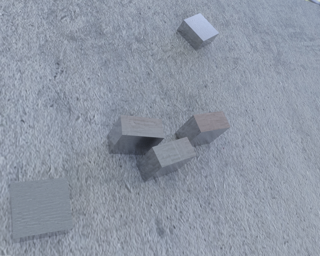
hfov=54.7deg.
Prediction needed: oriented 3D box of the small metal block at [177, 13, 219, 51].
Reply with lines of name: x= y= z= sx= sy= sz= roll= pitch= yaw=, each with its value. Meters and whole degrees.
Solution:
small metal block: x=0.067 y=-0.169 z=0.542 sx=0.050 sy=0.025 sz=0.050 roll=49 pitch=51 yaw=6

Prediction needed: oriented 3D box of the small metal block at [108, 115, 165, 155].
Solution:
small metal block: x=-0.030 y=0.010 z=0.365 sx=0.050 sy=0.050 sz=0.025 roll=5 pitch=60 yaw=-26

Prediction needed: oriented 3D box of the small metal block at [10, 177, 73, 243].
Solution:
small metal block: x=-0.114 y=0.077 z=0.295 sx=0.050 sy=0.025 sz=0.050 roll=-1 pitch=62 yaw=-29

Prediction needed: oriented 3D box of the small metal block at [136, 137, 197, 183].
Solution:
small metal block: x=0.007 y=0.038 z=0.368 sx=0.050 sy=0.050 sz=0.025 roll=-15 pitch=70 yaw=-34

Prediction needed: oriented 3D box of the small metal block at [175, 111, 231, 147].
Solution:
small metal block: x=0.057 y=0.003 z=0.416 sx=0.050 sy=0.050 sz=0.025 roll=-8 pitch=66 yaw=-32
